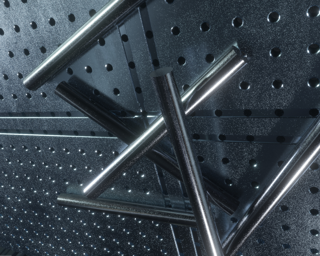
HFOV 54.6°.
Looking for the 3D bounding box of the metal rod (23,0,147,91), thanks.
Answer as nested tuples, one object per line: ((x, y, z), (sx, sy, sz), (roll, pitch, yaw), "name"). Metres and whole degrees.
((-0.087, -0.118, 0.384), (0.299, 0.025, 0.025), (-24, 105, 36), "metal rod")

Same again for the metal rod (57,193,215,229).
((-0.055, 0.138, 0.526), (0.300, 0.025, 0.025), (0, 119, 28), "metal rod")

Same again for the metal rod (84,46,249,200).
((-0.011, 0.011, 0.397), (0.025, 0.025, 0.299), (45, 121, -3), "metal rod")

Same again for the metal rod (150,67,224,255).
((0.043, 0.068, 0.389), (0.025, 0.025, 0.299), (-1, 122, 29), "metal rod")

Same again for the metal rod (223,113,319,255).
((0.140, 0.086, 0.390), (0.025, 0.025, 0.298), (28, 128, 10), "metal rod")

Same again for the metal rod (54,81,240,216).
((-0.021, 0.026, 0.438), (0.300, 0.025, 0.025), (34, 129, 5), "metal rod")
